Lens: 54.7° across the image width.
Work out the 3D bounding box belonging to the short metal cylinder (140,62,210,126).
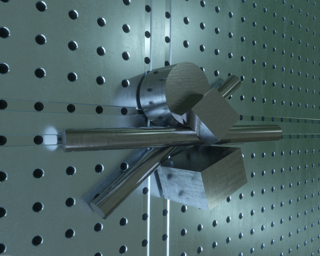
[{"bbox_3d":[0.021,-0.043,0.406,0.081,0.050,0.080,1,89,-40],"label":"short metal cylinder"}]

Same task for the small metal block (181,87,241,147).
[{"bbox_3d":[0.063,-0.014,0.382,0.050,0.025,0.050,49,59,-3],"label":"small metal block"}]

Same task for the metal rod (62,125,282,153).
[{"bbox_3d":[0.036,0.010,0.389,0.303,0.025,0.025,-1,91,-27],"label":"metal rod"}]

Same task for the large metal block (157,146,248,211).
[{"bbox_3d":[0.056,0.062,0.415,0.081,0.080,0.050,-23,105,-38],"label":"large metal block"}]

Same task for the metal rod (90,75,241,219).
[{"bbox_3d":[0.026,0.009,0.428,0.302,0.025,0.025,-42,116,-32],"label":"metal rod"}]

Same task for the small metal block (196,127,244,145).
[{"bbox_3d":[0.090,0.012,0.464,0.050,0.050,0.025,0,90,-39],"label":"small metal block"}]
